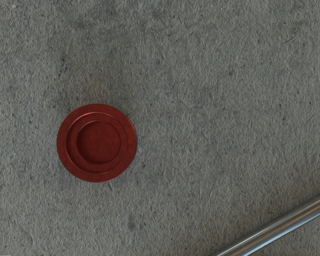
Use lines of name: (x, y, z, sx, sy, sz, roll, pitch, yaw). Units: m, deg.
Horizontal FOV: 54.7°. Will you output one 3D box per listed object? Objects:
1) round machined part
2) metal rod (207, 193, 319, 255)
round machined part: (-0.078, 0.019, 0.401, 0.099, 0.042, 0.097, 0, 90, -1)
metal rod: (0.111, 0.159, 0.411, 0.301, 0.025, 0.025, -29, 90, -1)
